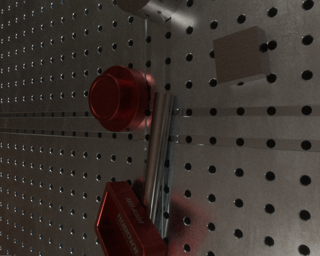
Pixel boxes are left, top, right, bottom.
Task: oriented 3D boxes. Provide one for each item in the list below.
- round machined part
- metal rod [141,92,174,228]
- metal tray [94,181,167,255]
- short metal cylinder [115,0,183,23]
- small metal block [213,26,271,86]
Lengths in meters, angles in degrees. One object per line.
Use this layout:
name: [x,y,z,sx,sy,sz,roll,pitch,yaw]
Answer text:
round machined part: [-0.067,-0.043,0.451,0.098,0.042,0.097,0,90,39]
metal rod: [-0.013,0.102,0.418,0.025,0.025,0.298,12,98,39]
metal tray: [-0.046,0.144,0.411,0.130,0.030,0.089,46,125,49]
short metal cylinder: [-0.014,-0.184,0.403,0.080,0.050,0.079,0,90,39]
small metal block: [0.088,-0.076,0.336,0.050,0.025,0.050,-9,84,39]
